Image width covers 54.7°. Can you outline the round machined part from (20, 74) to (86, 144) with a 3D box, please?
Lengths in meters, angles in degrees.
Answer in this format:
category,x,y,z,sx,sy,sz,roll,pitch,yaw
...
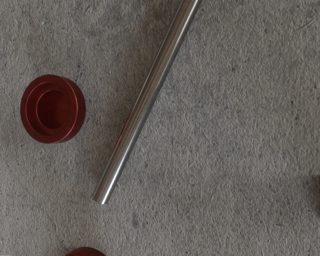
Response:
category,x,y,z,sx,sy,sz,roll,pitch,yaw
round machined part,-0.150,-0.026,0.453,0.098,0.042,0.097,0,90,20

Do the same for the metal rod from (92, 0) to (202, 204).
category,x,y,z,sx,sy,sz,roll,pitch,yaw
metal rod,-0.022,-0.032,0.416,0.025,0.025,0.298,28,99,17

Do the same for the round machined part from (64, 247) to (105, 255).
category,x,y,z,sx,sy,sz,roll,pitch,yaw
round machined part,-0.112,0.225,0.439,0.098,0.042,0.097,0,90,20
